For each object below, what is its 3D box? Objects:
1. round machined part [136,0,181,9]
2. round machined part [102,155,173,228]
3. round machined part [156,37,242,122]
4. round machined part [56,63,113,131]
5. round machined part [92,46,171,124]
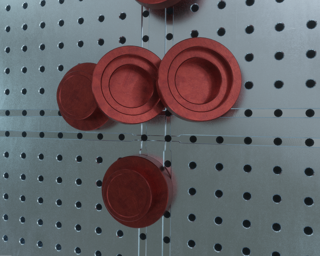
[{"bbox_3d":[0.002,-0.203,0.402,0.098,0.042,0.097,0,90,19],"label":"round machined part"},{"bbox_3d":[-0.036,0.086,0.415,0.098,0.042,0.097,0,90,19],"label":"round machined part"},{"bbox_3d":[0.044,-0.055,0.374,0.099,0.042,0.097,0,88,-8],"label":"round machined part"},{"bbox_3d":[-0.106,-0.044,0.440,0.098,0.042,0.097,0,90,19],"label":"round machined part"},{"bbox_3d":[-0.038,-0.053,0.401,0.099,0.042,0.097,1,87,-13],"label":"round machined part"}]
